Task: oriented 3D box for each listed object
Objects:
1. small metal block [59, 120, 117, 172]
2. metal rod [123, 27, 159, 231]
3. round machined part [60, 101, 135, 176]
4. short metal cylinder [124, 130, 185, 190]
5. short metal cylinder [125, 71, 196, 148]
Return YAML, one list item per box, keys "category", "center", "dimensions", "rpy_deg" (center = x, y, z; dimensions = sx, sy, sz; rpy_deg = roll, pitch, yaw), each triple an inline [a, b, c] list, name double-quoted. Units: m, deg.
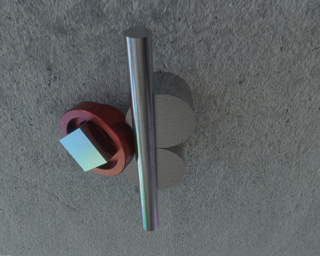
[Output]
- category: "small metal block"
  center: [-0.085, 0.021, 0.372]
  dimensions: [0.050, 0.025, 0.050]
  rpy_deg: [-25, 106, 43]
- category: "metal rod"
  center: [-0.017, 0.030, 0.369]
  dimensions: [0.025, 0.025, 0.298]
  rpy_deg: [-1, 130, 0]
- category: "round machined part"
  center: [-0.072, 0.009, 0.388]
  dimensions: [0.098, 0.042, 0.097]
  rpy_deg: [18, 131, 22]
- category: "short metal cylinder"
  center: [-0.007, 0.040, 0.426]
  dimensions: [0.081, 0.050, 0.079]
  rpy_deg: [0, 129, 0]
- category: "short metal cylinder"
  center: [0.001, -0.022, 0.374]
  dimensions: [0.081, 0.050, 0.079]
  rpy_deg: [0, 130, 0]
